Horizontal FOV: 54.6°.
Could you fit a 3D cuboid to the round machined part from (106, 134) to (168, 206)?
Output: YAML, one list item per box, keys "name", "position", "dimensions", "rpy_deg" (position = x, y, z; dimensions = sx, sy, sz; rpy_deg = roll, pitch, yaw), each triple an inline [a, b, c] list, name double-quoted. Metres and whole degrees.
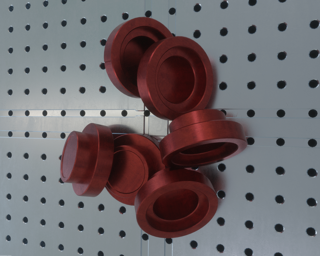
- name: "round machined part"
  position: [-0.038, 0.056, 0.418]
  dimensions: [0.098, 0.042, 0.097]
  rpy_deg: [0, 90, 20]

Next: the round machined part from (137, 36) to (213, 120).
- name: "round machined part"
  position: [0.014, -0.058, 0.374]
  dimensions: [0.042, 0.099, 0.097]
  rpy_deg: [9, 94, 55]

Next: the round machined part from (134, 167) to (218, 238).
- name: "round machined part"
  position: [0.018, 0.087, 0.379]
  dimensions: [0.098, 0.098, 0.042]
  rpy_deg: [-40, 33, 15]

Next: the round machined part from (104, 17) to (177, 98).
- name: "round machined part"
  position: [-0.026, -0.086, 0.394]
  dimensions: [0.042, 0.099, 0.097]
  rpy_deg: [9, 94, 55]

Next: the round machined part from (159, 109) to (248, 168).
- name: "round machined part"
  position: [0.047, 0.011, 0.361]
  dimensions: [0.098, 0.098, 0.042]
  rpy_deg: [-19, 66, 19]

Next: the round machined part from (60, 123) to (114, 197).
- name: "round machined part"
  position: [-0.102, 0.041, 0.412]
  dimensions: [0.098, 0.042, 0.098]
  rpy_deg: [-29, 55, 51]
